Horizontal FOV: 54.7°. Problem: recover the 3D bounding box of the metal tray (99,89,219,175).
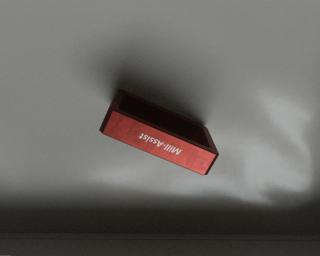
[{"bbox_3d":[0.000,0.002,0.374,0.131,0.090,0.030,23,108,-9],"label":"metal tray"}]
